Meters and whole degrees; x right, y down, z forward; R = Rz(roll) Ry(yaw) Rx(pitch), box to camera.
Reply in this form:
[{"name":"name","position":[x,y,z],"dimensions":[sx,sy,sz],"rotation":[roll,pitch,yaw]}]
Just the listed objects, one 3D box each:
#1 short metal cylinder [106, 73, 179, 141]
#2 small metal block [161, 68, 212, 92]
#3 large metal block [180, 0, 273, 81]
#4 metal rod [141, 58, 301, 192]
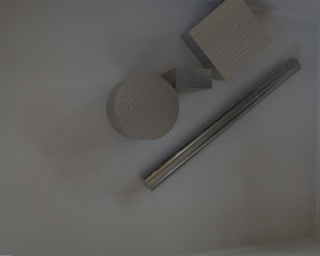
[{"name":"short metal cylinder","position":[-0.023,-0.025,0.390],"dimensions":[0.081,0.050,0.079],"rotation":[0,90,-20]},{"name":"small metal block","position":[0.034,-0.062,0.411],"dimensions":[0.050,0.050,0.025],"rotation":[-2,91,-20]},{"name":"large metal block","position":[0.088,-0.121,0.421],"dimensions":[0.080,0.050,0.080],"rotation":[-41,104,0]},{"name":"metal rod","position":[0.097,-0.014,0.447],"dimensions":[0.301,0.025,0.025],"rotation":[-37,102,-17]}]
